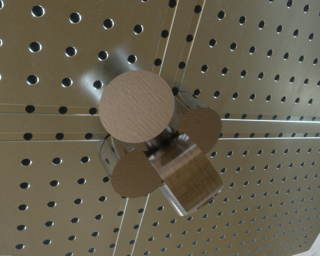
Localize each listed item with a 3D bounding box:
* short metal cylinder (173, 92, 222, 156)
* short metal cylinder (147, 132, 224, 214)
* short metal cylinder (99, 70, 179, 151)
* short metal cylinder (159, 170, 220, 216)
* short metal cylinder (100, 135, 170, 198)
[{"bbox_3d":[0.034,-0.002,0.413,0.081,0.050,0.079,-14,125,-21],"label":"short metal cylinder"},{"bbox_3d":[0.029,0.052,0.358,0.050,0.080,0.080,-36,129,-5],"label":"short metal cylinder"},{"bbox_3d":[-0.021,-0.018,0.345,0.080,0.080,0.050,-40,164,-2],"label":"short metal cylinder"},{"bbox_3d":[0.041,0.079,0.439,0.080,0.080,0.050,-35,94,-5],"label":"short metal cylinder"},{"bbox_3d":[-0.032,0.044,0.405,0.081,0.050,0.079,-14,125,-21],"label":"short metal cylinder"}]
